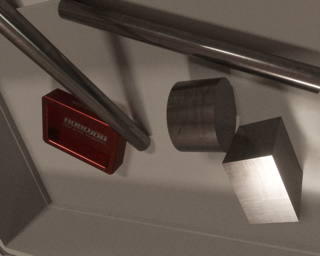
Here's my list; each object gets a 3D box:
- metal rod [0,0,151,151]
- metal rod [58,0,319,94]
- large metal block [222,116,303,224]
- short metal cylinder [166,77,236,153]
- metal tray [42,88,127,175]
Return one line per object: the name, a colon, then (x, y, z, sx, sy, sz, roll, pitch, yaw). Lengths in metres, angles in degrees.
metal rod: (-0.094, -0.053, 0.327, 0.025, 0.025, 0.300, -5, 147, 30)
metal rod: (0.020, -0.095, 0.338, 0.301, 0.025, 0.025, 20, 126, 15)
large metal block: (0.116, 0.045, 0.339, 0.050, 0.080, 0.080, -15, 111, 34)
short metal cylinder: (0.048, -0.013, 0.339, 0.050, 0.080, 0.080, -1, 118, 28)
metal tray: (-0.115, 0.006, 0.467, 0.130, 0.030, 0.089, 24, 127, 13)
